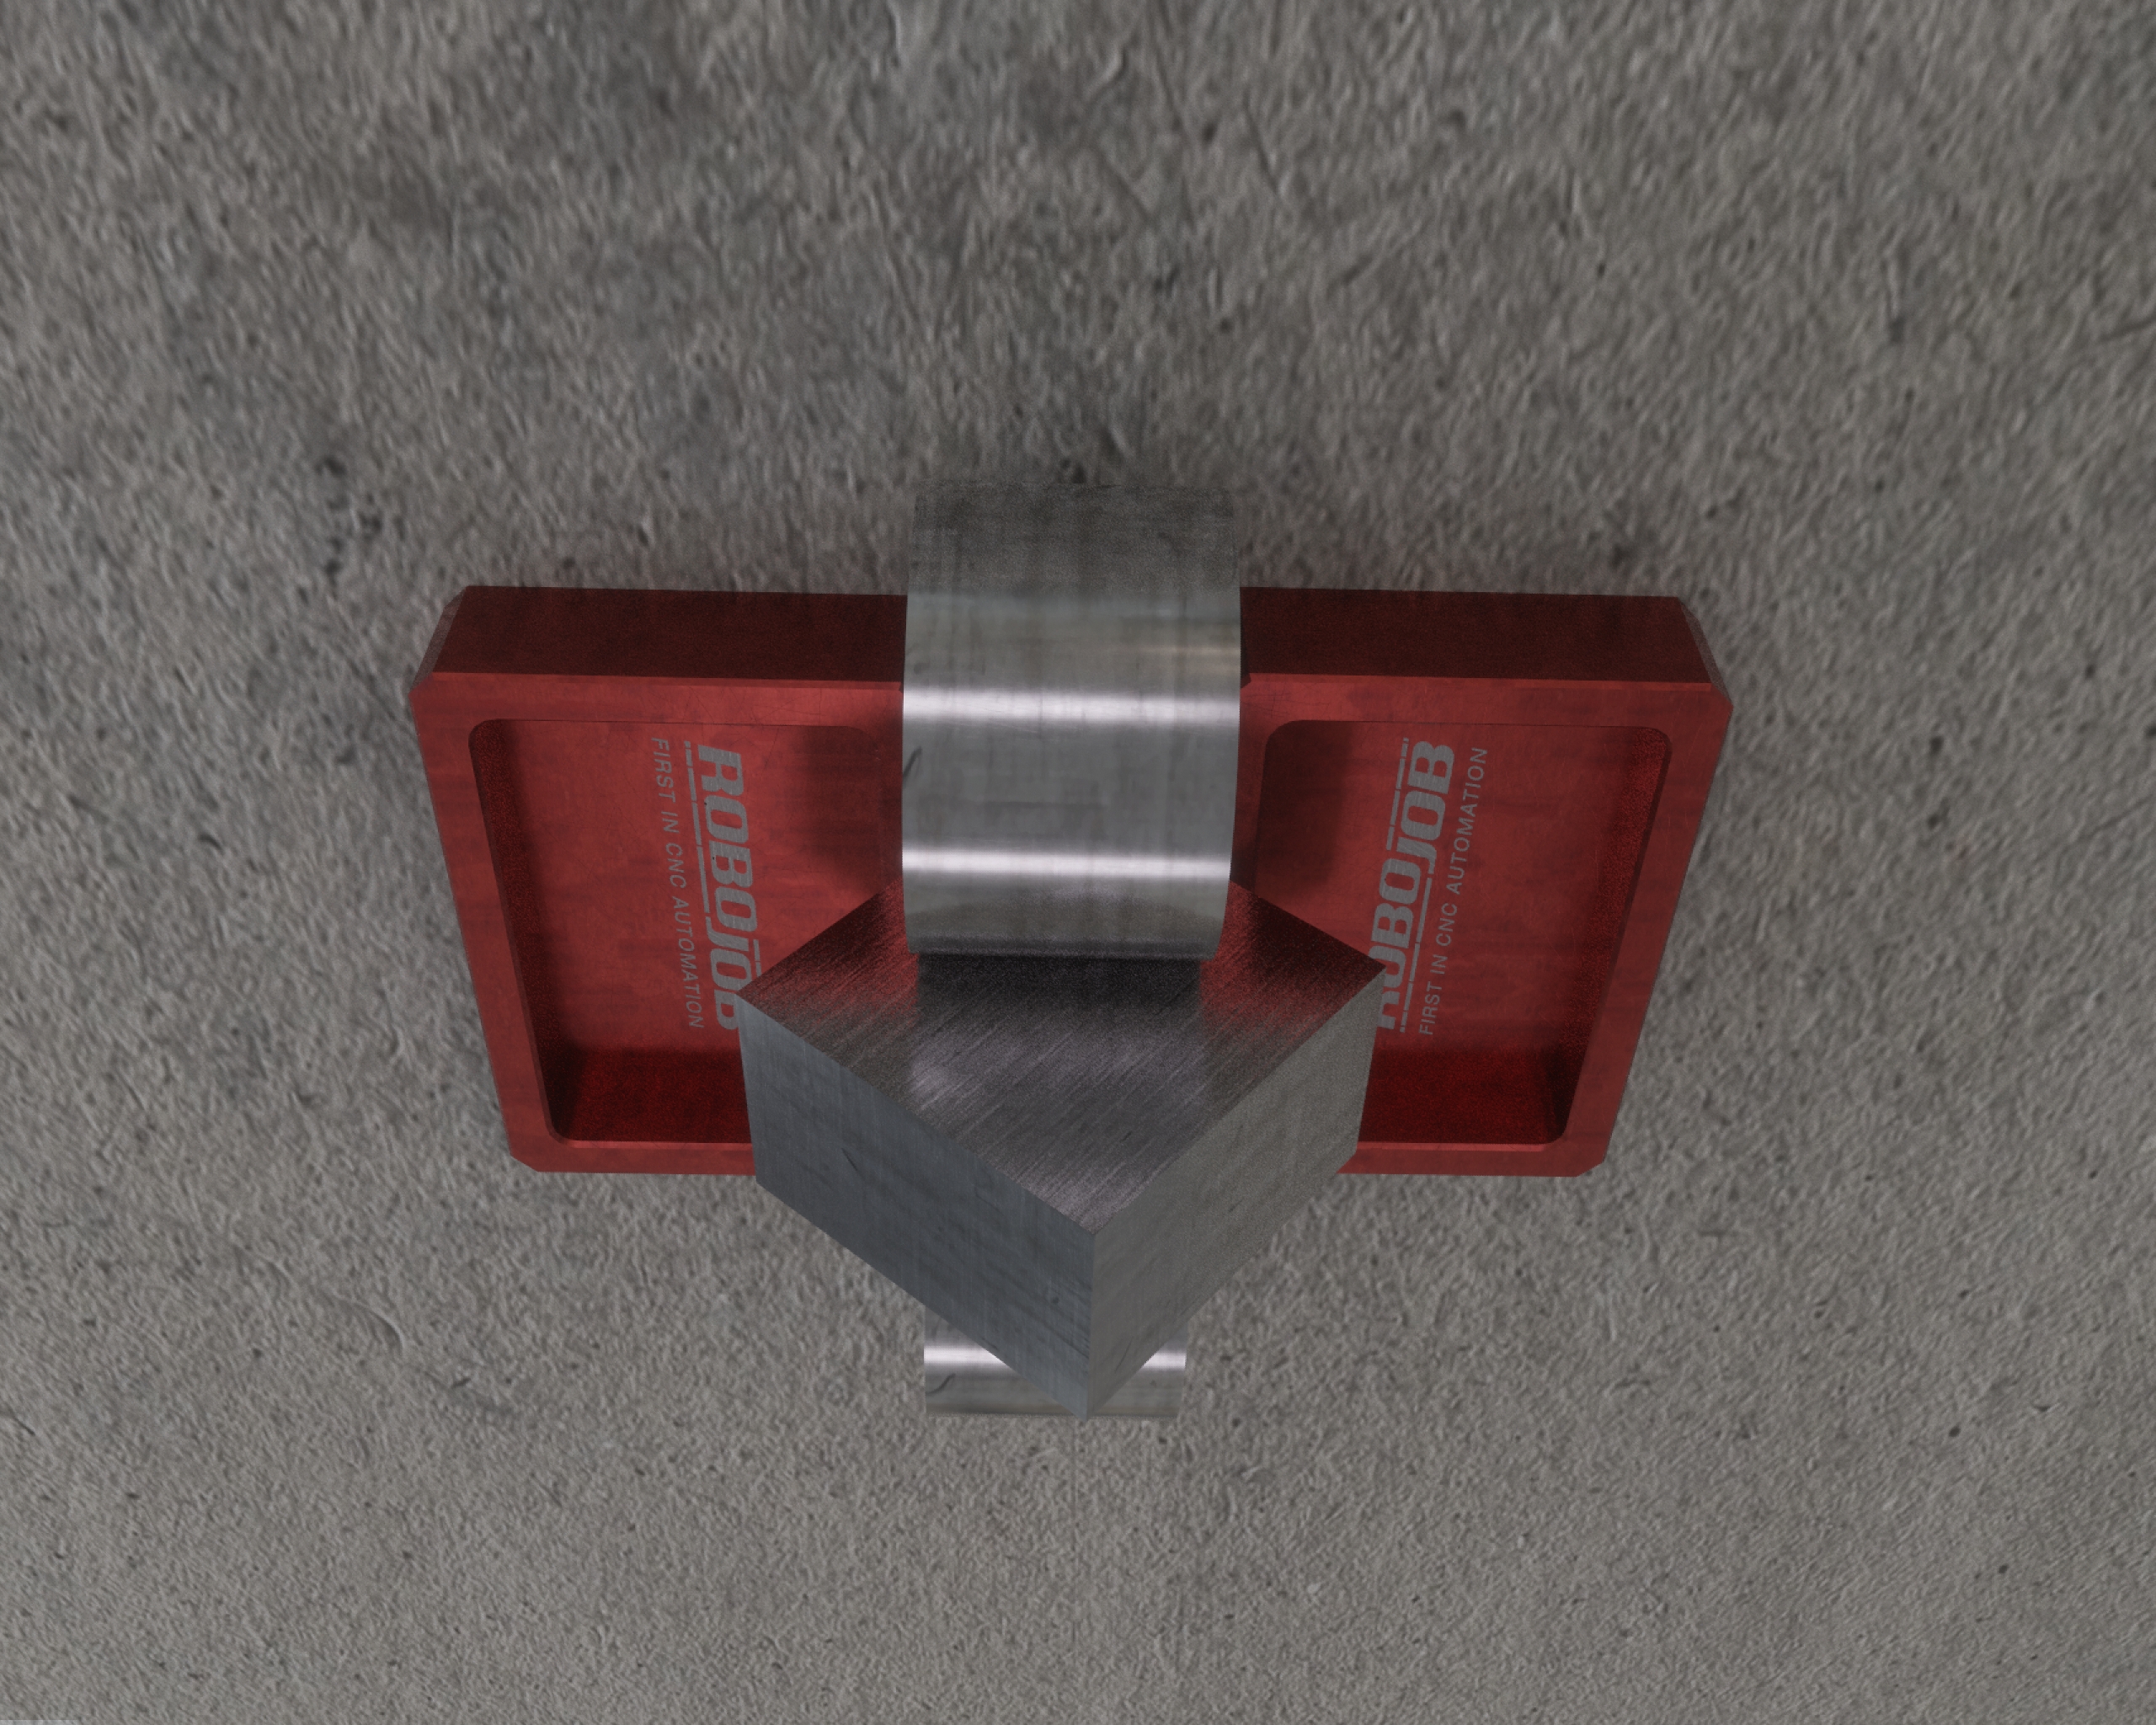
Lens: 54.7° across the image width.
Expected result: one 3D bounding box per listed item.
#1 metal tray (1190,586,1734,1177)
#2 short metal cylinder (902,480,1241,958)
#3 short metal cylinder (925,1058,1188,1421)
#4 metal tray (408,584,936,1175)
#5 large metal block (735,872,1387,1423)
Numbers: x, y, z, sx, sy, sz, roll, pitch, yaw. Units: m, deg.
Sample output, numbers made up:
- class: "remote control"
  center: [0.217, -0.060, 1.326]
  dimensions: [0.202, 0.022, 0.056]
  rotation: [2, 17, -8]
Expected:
- class: "metal tray"
  center: [0.068, 0.008, 0.414]
  dimensions: [0.091, 0.030, 0.129]
  rotation: [1, 130, -1]
- class: "short metal cylinder"
  center: [-0.002, -0.024, 0.352]
  dimensions: [0.050, 0.080, 0.079]
  rotation: [2, 130, -2]
- class: "short metal cylinder"
  center: [-0.005, 0.075, 0.436]
  dimensions: [0.050, 0.080, 0.079]
  rotation: [2, 130, -2]
- class: "metal tray"
  center: [-0.073, 0.008, 0.412]
  dimensions: [0.091, 0.030, 0.129]
  rotation: [1, 130, -1]
- class: "large metal block"
  center: [-0.003, 0.039, 0.379]
  dimensions: [0.080, 0.080, 0.050]
  rotation: [30, 138, 28]
